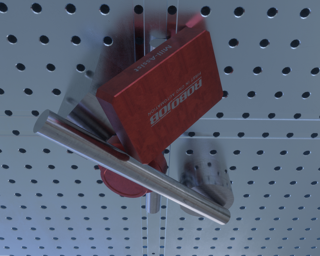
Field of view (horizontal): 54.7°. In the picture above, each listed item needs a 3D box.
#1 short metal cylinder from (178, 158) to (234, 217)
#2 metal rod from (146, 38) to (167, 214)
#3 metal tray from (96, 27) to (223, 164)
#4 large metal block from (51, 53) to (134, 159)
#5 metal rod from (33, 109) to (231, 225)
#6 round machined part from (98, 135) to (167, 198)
[{"bbox_3d":[0.069,0.092,0.476,0.081,0.050,0.079,0,130,0],"label":"short metal cylinder"},{"bbox_3d":[-0.006,0.022,0.430,0.025,0.025,0.298,2,130,-2],"label":"metal rod"},{"bbox_3d":[0.008,-0.035,0.327,0.131,0.030,0.090,-40,131,-22],"label":"metal tray"},{"bbox_3d":[-0.076,-0.025,0.354,0.050,0.080,0.080,34,122,-26],"label":"large metal block"},{"bbox_3d":[-0.008,0.062,0.372,0.025,0.025,0.301,-36,130,26],"label":"metal rod"},{"bbox_3d":[-0.043,0.059,0.430,0.098,0.042,0.097,11,131,13],"label":"round machined part"}]
